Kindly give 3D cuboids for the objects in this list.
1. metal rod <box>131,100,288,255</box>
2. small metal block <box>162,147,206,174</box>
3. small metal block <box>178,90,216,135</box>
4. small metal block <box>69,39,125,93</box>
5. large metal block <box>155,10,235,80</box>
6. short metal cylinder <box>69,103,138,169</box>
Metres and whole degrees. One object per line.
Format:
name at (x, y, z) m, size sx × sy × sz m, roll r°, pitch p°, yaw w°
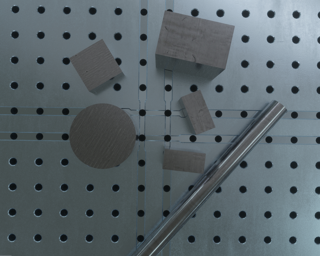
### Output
metal rod at (0.059, 0.082, 0.414) m, size 0.025 × 0.025 × 0.300 m, roll 42°, pitch 90°, yaw -1°
small metal block at (0.029, 0.040, 0.401) m, size 0.050 × 0.050 × 0.025 m, roll 7°, pitch 90°, yaw -1°
small metal block at (0.047, -0.019, 0.402) m, size 0.025 × 0.050 × 0.050 m, roll -22°, pitch 90°, yaw 0°
small metal block at (-0.083, -0.081, 0.412) m, size 0.050 × 0.025 × 0.050 m, roll -31°, pitch 90°, yaw -1°
large metal block at (0.039, -0.099, 0.386) m, size 0.080 × 0.080 × 0.050 m, roll 12°, pitch 90°, yaw -1°
short metal cylinder at (-0.070, 0.010, 0.400) m, size 0.081 × 0.050 × 0.079 m, roll 0°, pitch 90°, yaw -1°
